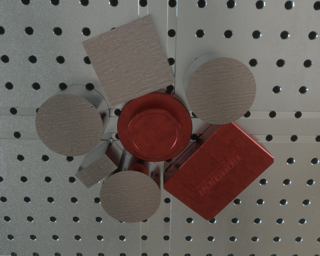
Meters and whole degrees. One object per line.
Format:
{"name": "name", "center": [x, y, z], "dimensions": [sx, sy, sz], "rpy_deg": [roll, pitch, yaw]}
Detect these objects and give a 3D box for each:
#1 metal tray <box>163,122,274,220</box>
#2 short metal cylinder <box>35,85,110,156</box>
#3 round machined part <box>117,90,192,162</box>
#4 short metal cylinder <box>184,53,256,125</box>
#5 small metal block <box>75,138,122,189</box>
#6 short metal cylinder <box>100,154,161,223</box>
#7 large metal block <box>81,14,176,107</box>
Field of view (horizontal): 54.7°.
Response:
{"name": "metal tray", "center": [0.078, 0.057, 0.431], "dimensions": [0.090, 0.030, 0.130], "rpy_deg": [39, 105, -13]}
{"name": "short metal cylinder", "center": [-0.108, -0.011, 0.394], "dimensions": [0.081, 0.050, 0.079], "rpy_deg": [0, 110, 0]}
{"name": "round machined part", "center": [-0.007, 0.001, 0.404], "dimensions": [0.099, 0.042, 0.097], "rpy_deg": [0, 110, 0]}
{"name": "short metal cylinder", "center": [0.071, -0.050, 0.381], "dimensions": [0.081, 0.050, 0.079], "rpy_deg": [0, 110, 0]}
{"name": "small metal block", "center": [-0.080, 0.047, 0.415], "dimensions": [0.050, 0.050, 0.025], "rpy_deg": [-35, 106, 12]}
{"name": "short metal cylinder", "center": [-0.039, 0.083, 0.429], "dimensions": [0.081, 0.050, 0.079], "rpy_deg": [0, 110, 0]}
{"name": "large metal block", "center": [-0.034, -0.081, 0.370], "dimensions": [0.080, 0.050, 0.080], "rpy_deg": [-20, 109, 7]}
